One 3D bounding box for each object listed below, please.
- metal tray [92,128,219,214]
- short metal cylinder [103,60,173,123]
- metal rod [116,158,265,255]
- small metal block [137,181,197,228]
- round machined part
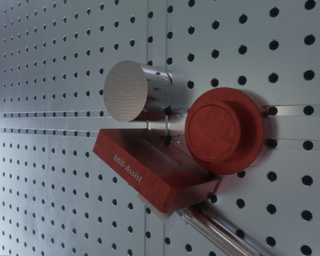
[{"bbox_3d":[-0.007,0.043,0.372,0.130,0.091,0.030,34,111,35],"label":"metal tray"},{"bbox_3d":[-0.030,-0.047,0.417,0.080,0.050,0.079,0,90,39],"label":"short metal cylinder"},{"bbox_3d":[0.017,0.090,0.395,0.300,0.025,0.025,32,110,35],"label":"metal rod"},{"bbox_3d":[0.010,0.081,0.371,0.050,0.025,0.050,-48,54,-9],"label":"small metal block"},{"bbox_3d":[0.067,0.004,0.343,0.098,0.042,0.097,0,90,40],"label":"round machined part"}]
